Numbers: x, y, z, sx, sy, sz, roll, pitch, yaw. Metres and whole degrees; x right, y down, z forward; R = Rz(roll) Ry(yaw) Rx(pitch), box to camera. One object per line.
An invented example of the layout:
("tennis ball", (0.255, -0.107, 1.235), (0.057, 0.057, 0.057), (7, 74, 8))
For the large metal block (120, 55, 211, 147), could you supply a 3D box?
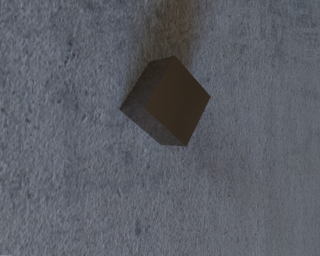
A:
("large metal block", (0.009, -0.032, 0.398), (0.080, 0.050, 0.080), (43, 64, -32))
